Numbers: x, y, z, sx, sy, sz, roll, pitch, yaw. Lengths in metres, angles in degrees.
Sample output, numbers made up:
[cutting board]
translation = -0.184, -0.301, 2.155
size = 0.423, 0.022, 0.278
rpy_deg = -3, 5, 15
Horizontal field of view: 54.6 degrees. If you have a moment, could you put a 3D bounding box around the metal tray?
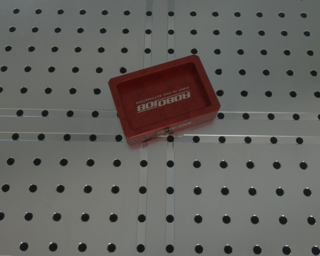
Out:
[metal tray]
translation = 0.005, -0.040, 0.423
size = 0.131, 0.030, 0.090
rpy_deg = -18, 71, -7
